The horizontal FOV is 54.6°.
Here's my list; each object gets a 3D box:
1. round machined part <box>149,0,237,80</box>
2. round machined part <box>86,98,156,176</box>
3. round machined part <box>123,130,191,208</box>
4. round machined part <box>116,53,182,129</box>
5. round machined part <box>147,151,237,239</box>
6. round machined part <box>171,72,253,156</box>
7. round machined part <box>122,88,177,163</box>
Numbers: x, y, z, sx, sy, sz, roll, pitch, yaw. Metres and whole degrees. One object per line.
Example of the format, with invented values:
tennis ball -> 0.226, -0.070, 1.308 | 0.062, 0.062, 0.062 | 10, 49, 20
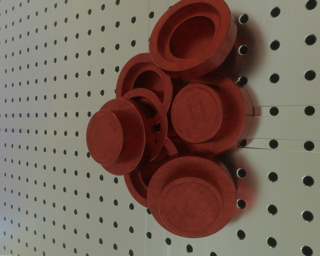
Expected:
round machined part -> 0.040, -0.097, 0.352 | 0.098, 0.042, 0.098 | -14, 62, 28
round machined part -> -0.055, 0.011, 0.390 | 0.098, 0.042, 0.097 | 0, 90, 40
round machined part -> 0.001, 0.051, 0.398 | 0.098, 0.042, 0.097 | 0, 90, 40
round machined part -> -0.010, -0.046, 0.408 | 0.098, 0.042, 0.097 | 0, 90, 40
round machined part -> 0.034, 0.078, 0.339 | 0.098, 0.042, 0.097 | 1, 103, 7
round machined part -> 0.052, -0.016, 0.356 | 0.098, 0.042, 0.097 | 0, 90, 40
round machined part -> -0.015, -0.002, 0.411 | 0.098, 0.042, 0.097 | 0, 90, 40
